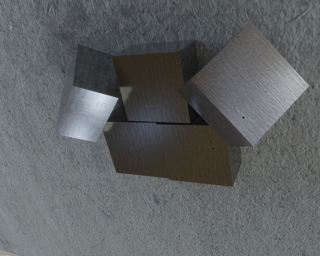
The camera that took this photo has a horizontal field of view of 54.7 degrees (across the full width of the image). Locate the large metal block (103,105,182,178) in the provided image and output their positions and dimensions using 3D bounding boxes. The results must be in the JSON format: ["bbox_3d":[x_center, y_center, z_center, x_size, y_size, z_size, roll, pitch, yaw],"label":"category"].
[{"bbox_3d":[-0.022,0.016,0.411,0.080,0.050,0.079,1,119,27],"label":"large metal block"}]

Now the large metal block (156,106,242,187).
[{"bbox_3d":[0.050,0.020,0.375,0.080,0.050,0.079,1,119,27],"label":"large metal block"}]

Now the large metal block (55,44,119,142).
[{"bbox_3d":[-0.090,-0.042,0.384,0.050,0.080,0.079,14,133,-23],"label":"large metal block"}]

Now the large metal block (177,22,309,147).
[{"bbox_3d":[0.077,-0.038,0.300,0.080,0.080,0.050,46,169,-4],"label":"large metal block"}]

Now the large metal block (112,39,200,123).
[{"bbox_3d":[0.001,-0.054,0.358,0.080,0.050,0.079,3,120,26],"label":"large metal block"}]
